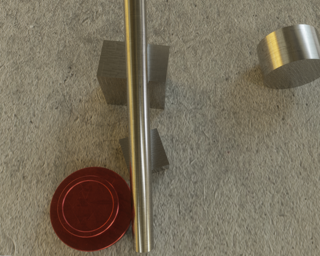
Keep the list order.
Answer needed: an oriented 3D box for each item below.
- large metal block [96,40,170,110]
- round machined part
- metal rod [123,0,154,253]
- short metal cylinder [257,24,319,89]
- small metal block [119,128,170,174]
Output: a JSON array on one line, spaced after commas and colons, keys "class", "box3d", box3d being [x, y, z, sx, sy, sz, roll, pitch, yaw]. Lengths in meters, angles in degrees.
[{"class": "large metal block", "box3d": [-0.031, -0.066, 0.403, 0.080, 0.080, 0.050, 6, 70, 2]}, {"class": "round machined part", "box3d": [-0.080, 0.093, 0.364, 0.099, 0.042, 0.098, 0, 70, -1]}, {"class": "metal rod", "box3d": [-0.024, -0.010, 0.347, 0.025, 0.025, 0.298, -2, 95, -1]}, {"class": "short metal cylinder", "box3d": [0.175, -0.092, 0.415, 0.081, 0.080, 0.050, -5, 70, -2]}, {"class": "small metal block", "box3d": [-0.020, 0.034, 0.396, 0.050, 0.025, 0.050, -17, 71, -7]}]
